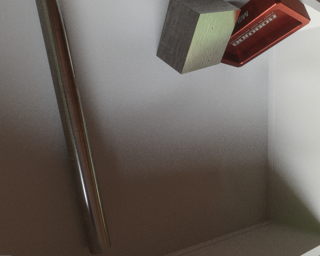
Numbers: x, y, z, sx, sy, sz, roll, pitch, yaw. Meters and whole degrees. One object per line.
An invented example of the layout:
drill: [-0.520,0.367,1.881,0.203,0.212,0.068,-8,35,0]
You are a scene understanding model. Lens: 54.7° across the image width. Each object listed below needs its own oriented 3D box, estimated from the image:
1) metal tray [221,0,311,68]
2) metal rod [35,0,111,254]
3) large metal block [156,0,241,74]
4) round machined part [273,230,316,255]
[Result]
metal tray: [0.136,-0.141,0.454,0.091,0.130,0.030,4,66,-40]
metal rod: [-0.092,-0.009,0.330,0.025,0.025,0.298,-16,101,-39]
large metal block: [0.049,-0.125,0.408,0.081,0.050,0.079,-22,143,-38]
round machined part: [0.251,0.236,0.593,0.098,0.042,0.097,-45,154,-28]
